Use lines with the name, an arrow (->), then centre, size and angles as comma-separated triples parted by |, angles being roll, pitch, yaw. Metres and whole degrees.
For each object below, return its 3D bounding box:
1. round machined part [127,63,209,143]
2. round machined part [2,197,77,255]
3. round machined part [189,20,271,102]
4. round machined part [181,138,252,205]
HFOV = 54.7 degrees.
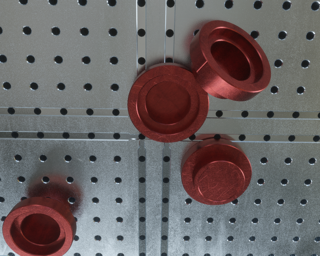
round machined part -> 0.010, -0.034, 0.392 | 0.099, 0.042, 0.097 | 0, 110, -1
round machined part -> -0.172, 0.142, 0.454 | 0.099, 0.042, 0.097 | 0, 110, -1
round machined part -> 0.076, -0.073, 0.359 | 0.098, 0.098, 0.042 | 31, 143, -11
round machined part -> 0.079, 0.067, 0.430 | 0.099, 0.042, 0.097 | 0, 110, -1
